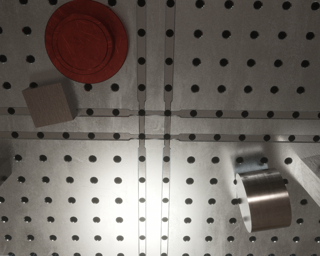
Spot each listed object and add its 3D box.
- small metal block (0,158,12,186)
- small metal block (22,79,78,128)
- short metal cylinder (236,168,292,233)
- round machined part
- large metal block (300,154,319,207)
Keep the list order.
[{"bbox_3d":[-0.239,0.062,0.420,0.050,0.050,0.025,2,110,-1],"label":"small metal block"},{"bbox_3d":[-0.141,-0.032,0.400,0.050,0.025,0.050,-12,110,4],"label":"small metal block"},{"bbox_3d":[0.138,0.098,0.422,0.050,0.080,0.079,-10,110,3],"label":"short metal cylinder"},{"bbox_3d":[-0.087,-0.100,0.366,0.099,0.042,0.097,0,110,-1],"label":"round machined part"},{"bbox_3d":[0.248,0.071,0.414,0.080,0.080,0.050,-14,110,5],"label":"large metal block"}]
